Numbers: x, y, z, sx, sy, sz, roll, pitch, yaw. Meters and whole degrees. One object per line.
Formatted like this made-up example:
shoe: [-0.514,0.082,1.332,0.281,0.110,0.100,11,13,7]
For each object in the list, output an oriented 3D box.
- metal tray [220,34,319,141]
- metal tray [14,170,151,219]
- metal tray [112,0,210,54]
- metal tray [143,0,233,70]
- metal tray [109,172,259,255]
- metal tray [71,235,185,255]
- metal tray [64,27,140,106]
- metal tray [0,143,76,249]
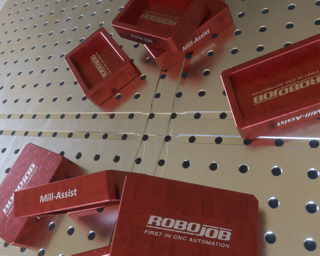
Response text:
metal tray: [0.145,-0.048,0.358,0.130,0.030,0.090,-20,54,16]
metal tray: [-0.088,0.079,0.362,0.130,0.090,0.030,-15,73,20]
metal tray: [-0.002,-0.170,0.471,0.130,0.030,0.090,27,77,37]
metal tray: [0.034,-0.160,0.486,0.130,0.030,0.090,-35,51,4]
metal tray: [0.024,0.099,0.289,0.131,0.030,0.090,11,62,-4]
metal tray: [-0.035,0.168,0.320,0.130,0.030,0.090,-20,54,16]
metal tray: [-0.102,-0.108,0.525,0.090,0.030,0.130,-38,51,2]
metal tray: [-0.191,0.093,0.450,0.090,0.030,0.130,14,69,34]
